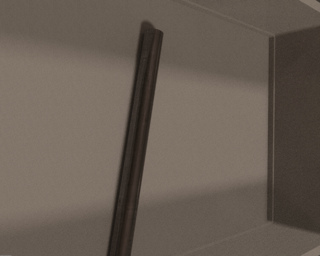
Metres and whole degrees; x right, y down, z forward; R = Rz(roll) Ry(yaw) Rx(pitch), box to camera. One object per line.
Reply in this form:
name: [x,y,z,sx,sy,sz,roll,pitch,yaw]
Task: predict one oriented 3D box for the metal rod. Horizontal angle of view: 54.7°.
metal rod: [-0.029,0.023,0.384,0.025,0.025,0.298,14,81,-40]
